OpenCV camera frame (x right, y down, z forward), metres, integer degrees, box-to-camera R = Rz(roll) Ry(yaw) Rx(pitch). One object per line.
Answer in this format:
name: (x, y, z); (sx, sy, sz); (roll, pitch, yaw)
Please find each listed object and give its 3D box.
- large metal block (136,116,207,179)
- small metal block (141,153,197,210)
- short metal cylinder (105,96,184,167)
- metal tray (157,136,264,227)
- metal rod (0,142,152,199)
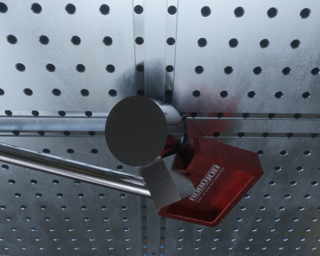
large metal block: (0.025, 0.042, 0.430); (0.080, 0.050, 0.080); (-28, 125, 21)
small metal block: (0.009, 0.064, 0.371); (0.025, 0.050, 0.050); (-15, 164, -41)
short metal cylinder: (-0.018, 0.004, 0.371); (0.080, 0.080, 0.050); (-28, 168, 21)
metal tray: (0.060, 0.076, 0.404); (0.091, 0.030, 0.129); (16, 128, -14)
metal rod: (-0.142, 0.049, 0.413); (0.302, 0.025, 0.025); (13, 130, 3)
